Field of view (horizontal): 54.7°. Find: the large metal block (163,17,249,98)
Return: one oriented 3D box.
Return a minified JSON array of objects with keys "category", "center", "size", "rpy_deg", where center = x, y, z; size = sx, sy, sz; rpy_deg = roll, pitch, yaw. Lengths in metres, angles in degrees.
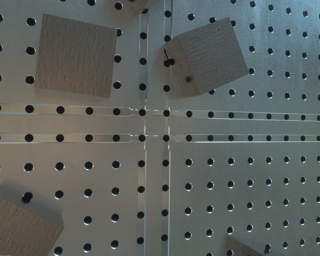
[{"category":"large metal block","center":[0.063,-0.094,0.424],"size":[0.081,0.050,0.080],"rpy_deg":[-25,99,-19]}]

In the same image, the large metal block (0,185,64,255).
[{"category":"large metal block","center":[-0.164,0.121,0.339],"size":[0.080,0.050,0.080],"rpy_deg":[34,79,-17]}]

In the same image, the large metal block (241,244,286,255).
[{"category":"large metal block","center":[0.160,0.229,0.461],"size":[0.080,0.050,0.080],"rpy_deg":[21,83,-19]}]

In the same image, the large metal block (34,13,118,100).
[{"category":"large metal block","center":[-0.099,-0.078,0.363],"size":[0.081,0.050,0.080],"rpy_deg":[7,88,-20]}]

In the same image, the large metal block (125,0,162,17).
[{"category":"large metal block","center":[-0.003,-0.192,0.383],"size":[0.080,0.080,0.050],"rpy_deg":[-38,103,-16]}]
